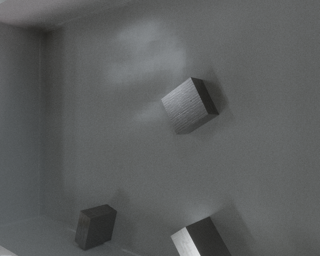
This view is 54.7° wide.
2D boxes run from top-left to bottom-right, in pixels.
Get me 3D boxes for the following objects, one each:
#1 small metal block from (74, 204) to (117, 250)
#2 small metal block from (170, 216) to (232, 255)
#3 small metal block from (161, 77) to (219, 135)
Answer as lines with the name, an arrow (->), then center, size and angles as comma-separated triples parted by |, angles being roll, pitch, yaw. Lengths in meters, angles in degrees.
small metal block -> -0.096, 0.148, 0.468 | 0.025, 0.050, 0.050 | 21, 103, 38
small metal block -> 0.047, 0.134, 0.350 | 0.025, 0.050, 0.050 | -43, 64, 31
small metal block -> 0.036, -0.026, 0.376 | 0.050, 0.025, 0.050 | -35, 69, 34
